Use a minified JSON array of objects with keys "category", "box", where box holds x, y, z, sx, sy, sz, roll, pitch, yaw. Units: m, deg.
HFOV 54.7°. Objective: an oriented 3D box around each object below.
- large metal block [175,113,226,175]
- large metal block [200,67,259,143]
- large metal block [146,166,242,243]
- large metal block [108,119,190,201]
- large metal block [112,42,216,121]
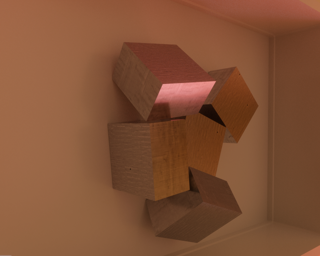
[{"category":"large metal block","box":[0.039,0.024,0.424,0.080,0.050,0.080,24,75,-38]},{"category":"large metal block","box":[0.096,-0.034,0.472,0.080,0.050,0.080,52,60,-28]},{"category":"large metal block","box":[0.043,0.102,0.399,0.080,0.080,0.050,26,32,-39]},{"category":"large metal block","box":[-0.015,0.032,0.359,0.050,0.080,0.079,-7,95,-40]},{"category":"large metal block","box":[0.003,-0.057,0.366,0.081,0.080,0.050,-10,138,-39]}]
